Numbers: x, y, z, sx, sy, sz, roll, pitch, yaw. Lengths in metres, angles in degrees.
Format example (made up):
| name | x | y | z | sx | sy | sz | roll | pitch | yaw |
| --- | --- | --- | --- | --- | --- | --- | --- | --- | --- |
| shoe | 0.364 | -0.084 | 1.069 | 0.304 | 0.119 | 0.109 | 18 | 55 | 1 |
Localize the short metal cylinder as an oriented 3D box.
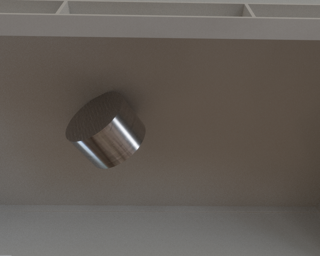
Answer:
| name | x | y | z | sx | sy | sz | roll | pitch | yaw |
| --- | --- | --- | --- | --- | --- | --- | --- | --- | --- |
| short metal cylinder | -0.065 | 0.002 | 0.374 | 0.080 | 0.080 | 0.050 | -23 | 127 | 18 |
